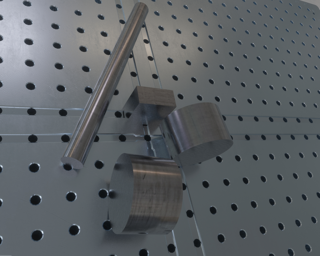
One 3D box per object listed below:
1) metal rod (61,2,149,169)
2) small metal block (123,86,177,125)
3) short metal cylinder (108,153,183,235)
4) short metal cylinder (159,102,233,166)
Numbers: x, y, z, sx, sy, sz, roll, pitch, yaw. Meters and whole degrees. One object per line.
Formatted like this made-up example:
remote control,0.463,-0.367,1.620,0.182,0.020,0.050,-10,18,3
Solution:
metal rod,-0.063,-0.079,0.422,0.025,0.025,0.300,25,53,-13
small metal block,-0.014,-0.027,0.401,0.050,0.050,0.025,4,60,-27
short metal cylinder,-0.018,0.069,0.322,0.050,0.080,0.080,10,58,-23
short metal cylinder,0.045,0.010,0.391,0.081,0.080,0.050,-4,64,-30
